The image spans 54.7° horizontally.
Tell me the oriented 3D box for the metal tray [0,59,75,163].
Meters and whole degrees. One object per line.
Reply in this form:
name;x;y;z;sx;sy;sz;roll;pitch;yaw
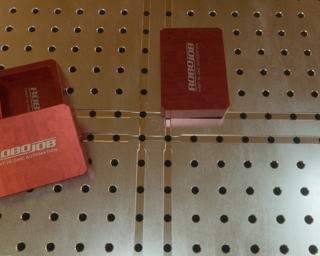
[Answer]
metal tray;-0.170;-0.022;0.415;0.091;0.030;0.130;-14;71;-6

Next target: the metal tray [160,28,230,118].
metal tray;0.046;-0.080;0.439;0.091;0.030;0.130;-1;70;-1

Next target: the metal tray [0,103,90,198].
metal tray;-0.162;0.028;0.379;0.131;0.030;0.089;-15;93;-6
